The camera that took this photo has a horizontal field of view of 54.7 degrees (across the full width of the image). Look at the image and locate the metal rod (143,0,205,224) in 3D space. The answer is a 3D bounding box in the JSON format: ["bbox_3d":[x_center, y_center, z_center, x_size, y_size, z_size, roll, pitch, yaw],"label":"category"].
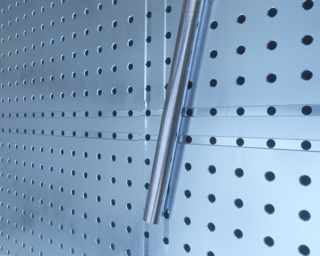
[{"bbox_3d":[0.016,-0.022,0.393,0.025,0.025,0.298,17,101,38],"label":"metal rod"}]
